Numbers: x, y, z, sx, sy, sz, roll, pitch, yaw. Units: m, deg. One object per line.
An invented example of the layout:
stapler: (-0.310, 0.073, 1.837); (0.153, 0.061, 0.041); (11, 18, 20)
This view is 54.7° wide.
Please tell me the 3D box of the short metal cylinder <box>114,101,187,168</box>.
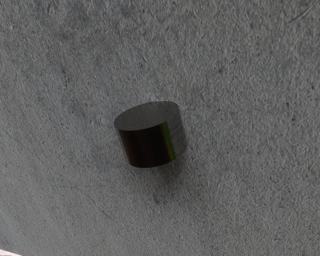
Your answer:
short metal cylinder: (-0.011, 0.006, 0.381); (0.080, 0.080, 0.050); (-1, 118, 28)
